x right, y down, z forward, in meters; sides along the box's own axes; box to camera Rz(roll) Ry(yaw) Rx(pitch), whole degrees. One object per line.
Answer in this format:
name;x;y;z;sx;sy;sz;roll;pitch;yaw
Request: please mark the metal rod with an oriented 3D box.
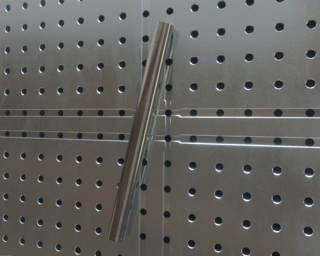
metal rod;-0.028;0.008;0.421;0.025;0.025;0.298;15;95;19
